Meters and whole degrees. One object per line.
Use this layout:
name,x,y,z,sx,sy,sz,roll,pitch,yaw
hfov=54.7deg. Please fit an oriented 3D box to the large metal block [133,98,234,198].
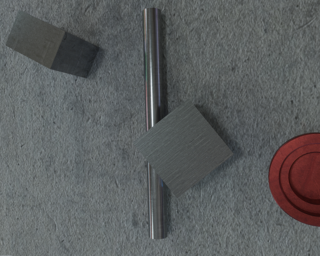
large metal block,0.027,0.023,0.370,0.080,0.050,0.080,-39,88,2

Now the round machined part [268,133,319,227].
round machined part,0.171,0.053,0.340,0.098,0.042,0.097,0,90,20

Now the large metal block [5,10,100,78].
large metal block,-0.146,-0.114,0.431,0.080,0.080,0.050,28,99,17

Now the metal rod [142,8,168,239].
metal rod,-0.007,-0.006,0.411,0.025,0.025,0.298,-2,89,20
